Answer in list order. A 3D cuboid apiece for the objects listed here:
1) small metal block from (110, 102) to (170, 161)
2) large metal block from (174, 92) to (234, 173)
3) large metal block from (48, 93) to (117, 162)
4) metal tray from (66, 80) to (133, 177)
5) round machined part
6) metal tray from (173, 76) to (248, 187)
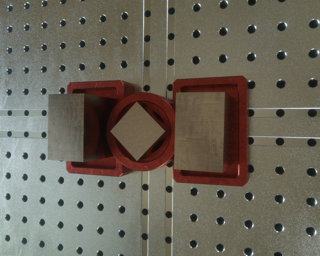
[{"bbox_3d":[-0.023,0.004,0.377,0.050,0.025,0.050,46,104,14],"label":"small metal block"},{"bbox_3d":[0.053,0.003,0.350,0.050,0.080,0.080,2,91,20],"label":"large metal block"},{"bbox_3d":[-0.098,-0.001,0.404,0.050,0.080,0.080,1,90,20],"label":"large metal block"},{"bbox_3d":[-0.086,0.000,0.439,0.090,0.030,0.129,1,90,20],"label":"metal tray"},{"bbox_3d":[-0.016,0.005,0.400,0.098,0.042,0.097,0,90,20],"label":"round machined part"},{"bbox_3d":[0.063,0.004,0.387,0.090,0.030,0.129,0,90,20],"label":"metal tray"}]
